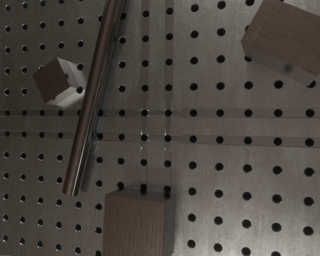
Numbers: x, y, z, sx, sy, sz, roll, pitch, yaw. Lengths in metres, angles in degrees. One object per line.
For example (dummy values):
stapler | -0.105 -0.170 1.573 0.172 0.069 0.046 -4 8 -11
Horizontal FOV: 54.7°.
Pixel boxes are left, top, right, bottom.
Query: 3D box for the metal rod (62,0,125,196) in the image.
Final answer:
metal rod | -0.095 -0.049 0.444 0.025 0.025 0.298 16 95 19

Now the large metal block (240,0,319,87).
large metal block | 0.139 -0.090 0.334 0.080 0.080 0.050 31 100 17

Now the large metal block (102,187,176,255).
large metal block | -0.026 0.127 0.408 0.080 0.050 0.079 3 91 19

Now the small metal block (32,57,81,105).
small metal block | -0.156 -0.069 0.466 0.050 0.025 0.050 -29 81 17
